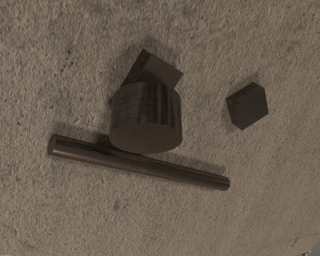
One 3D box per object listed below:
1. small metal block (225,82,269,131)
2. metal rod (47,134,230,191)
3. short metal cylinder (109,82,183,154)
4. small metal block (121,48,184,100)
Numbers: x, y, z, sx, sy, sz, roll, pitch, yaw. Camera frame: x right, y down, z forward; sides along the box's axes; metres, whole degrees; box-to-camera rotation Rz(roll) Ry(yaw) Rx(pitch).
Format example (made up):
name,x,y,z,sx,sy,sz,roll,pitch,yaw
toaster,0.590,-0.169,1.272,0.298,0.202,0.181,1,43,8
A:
name,x,y,z,sx,sy,sz,roll,pitch,yaw
small metal block,0.130,-0.032,0.461,0.050,0.025,0.050,-32,129,-8
metal rod,-0.007,0.057,0.439,0.302,0.025,0.025,18,109,-36
short metal cylinder,-0.015,-0.009,0.353,0.081,0.050,0.080,-1,152,0
small metal block,-0.009,-0.058,0.368,0.050,0.025,0.050,22,106,-37
